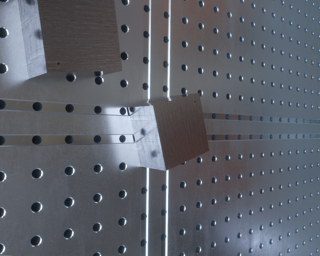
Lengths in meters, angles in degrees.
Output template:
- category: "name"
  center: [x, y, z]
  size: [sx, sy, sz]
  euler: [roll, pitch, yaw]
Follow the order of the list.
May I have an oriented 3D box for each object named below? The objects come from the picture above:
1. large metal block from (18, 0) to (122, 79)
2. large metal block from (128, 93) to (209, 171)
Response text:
- category: "large metal block"
  center: [-0.091, -0.095, 0.318]
  size: [0.081, 0.050, 0.079]
  euler: [-10, 97, -40]
- category: "large metal block"
  center: [0.013, 0.002, 0.406]
  size: [0.081, 0.050, 0.079]
  euler: [-19, 102, -39]
